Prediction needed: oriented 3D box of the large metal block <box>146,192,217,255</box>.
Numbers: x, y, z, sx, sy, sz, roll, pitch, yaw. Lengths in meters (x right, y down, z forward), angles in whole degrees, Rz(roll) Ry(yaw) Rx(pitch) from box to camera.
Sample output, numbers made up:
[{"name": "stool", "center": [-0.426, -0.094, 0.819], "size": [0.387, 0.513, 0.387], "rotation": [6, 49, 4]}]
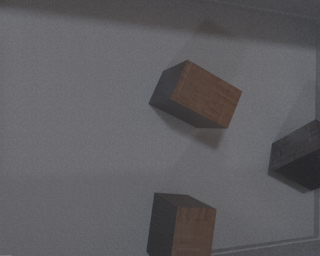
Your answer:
[{"name": "large metal block", "center": [0.024, 0.131, 0.390], "size": [0.050, 0.080, 0.080], "rotation": [9, 87, -20]}]

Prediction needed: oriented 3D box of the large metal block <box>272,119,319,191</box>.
[{"name": "large metal block", "center": [0.226, 0.043, 0.456], "size": [0.080, 0.080, 0.050], "rotation": [27, 50, -17]}]

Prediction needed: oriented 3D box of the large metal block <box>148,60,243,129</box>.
[{"name": "large metal block", "center": [0.042, -0.039, 0.397], "size": [0.080, 0.080, 0.050], "rotation": [26, 82, -18]}]
